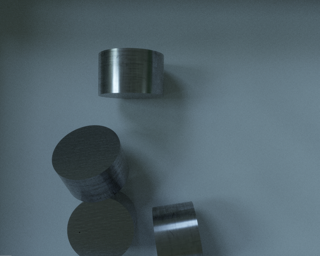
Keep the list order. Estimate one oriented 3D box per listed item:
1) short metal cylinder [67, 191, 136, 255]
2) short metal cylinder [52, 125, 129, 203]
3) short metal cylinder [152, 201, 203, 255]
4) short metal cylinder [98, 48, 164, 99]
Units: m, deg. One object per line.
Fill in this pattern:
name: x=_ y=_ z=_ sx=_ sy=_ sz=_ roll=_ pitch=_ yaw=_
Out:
short metal cylinder: x=-0.072 y=0.123 z=0.398 sx=0.081 sy=0.050 sz=0.079 roll=0 pitch=90 yaw=-1
short metal cylinder: x=-0.082 y=0.043 z=0.377 sx=0.080 sy=0.050 sz=0.080 roll=-5 pitch=47 yaw=6
short metal cylinder: x=0.021 y=0.135 z=0.384 sx=0.050 sy=0.080 sz=0.080 roll=-9 pitch=90 yaw=0
short metal cylinder: x=-0.035 y=-0.064 z=0.383 sx=0.081 sy=0.080 sz=0.050 roll=0 pitch=90 yaw=-1
